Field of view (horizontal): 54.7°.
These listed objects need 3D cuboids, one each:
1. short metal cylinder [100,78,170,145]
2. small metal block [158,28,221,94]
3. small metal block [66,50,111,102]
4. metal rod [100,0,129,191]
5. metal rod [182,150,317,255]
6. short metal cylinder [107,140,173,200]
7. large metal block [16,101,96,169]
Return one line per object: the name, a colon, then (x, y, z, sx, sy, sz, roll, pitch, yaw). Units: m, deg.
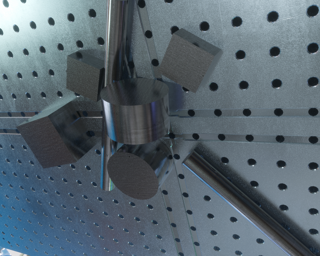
short metal cylinder: (-0.029, -0.023, 0.377, 0.080, 0.080, 0.050, 11, 123, 22)
small metal block: (0.032, -0.075, 0.348, 0.050, 0.025, 0.050, 31, 129, 8)
small metal block: (-0.098, -0.070, 0.419, 0.050, 0.025, 0.050, 24, 127, 13)
metal rod: (-0.067, -0.025, 0.430, 0.025, 0.025, 0.298, 21, 126, 16)
metal rod: (0.151, 0.137, 0.415, 0.300, 0.025, 0.025, 41, 129, 0)
short metal cylinder: (-0.028, 0.055, 0.443, 0.080, 0.050, 0.079, 13, 124, 21)
large metal block: (-0.163, 0.013, 0.489, 0.080, 0.050, 0.080, -13, 112, 33)
